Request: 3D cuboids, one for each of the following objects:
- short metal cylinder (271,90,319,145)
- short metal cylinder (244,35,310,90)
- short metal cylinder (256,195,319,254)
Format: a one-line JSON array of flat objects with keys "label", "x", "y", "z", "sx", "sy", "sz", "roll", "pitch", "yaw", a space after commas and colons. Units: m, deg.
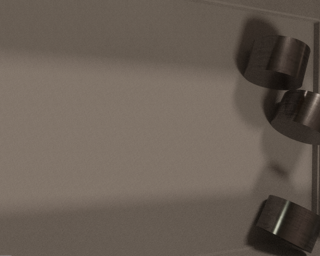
[{"label": "short metal cylinder", "x": 0.215, "y": -0.015, "z": 0.463, "sx": 0.080, "sy": 0.080, "sz": 0.050, "roll": 31, "pitch": 80, "yaw": -18}, {"label": "short metal cylinder", "x": 0.167, "y": -0.091, "z": 0.445, "sx": 0.081, "sy": 0.080, "sz": 0.050, "roll": 18, "pitch": 84, "yaw": -20}, {"label": "short metal cylinder", "x": 0.189, "y": 0.140, "z": 0.453, "sx": 0.080, "sy": 0.080, "sz": 0.050, "roll": 31, "pitch": 80, "yaw": -18}]
